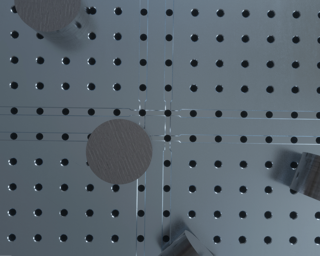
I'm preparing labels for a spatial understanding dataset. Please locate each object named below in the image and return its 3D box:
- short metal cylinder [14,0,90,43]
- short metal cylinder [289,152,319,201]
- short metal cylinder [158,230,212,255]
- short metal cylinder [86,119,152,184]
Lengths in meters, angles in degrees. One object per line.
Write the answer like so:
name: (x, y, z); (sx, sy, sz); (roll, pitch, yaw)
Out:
short metal cylinder: (-0.136, -0.156, 0.399); (0.081, 0.050, 0.079); (0, 90, -1)
short metal cylinder: (0.212, 0.068, 0.389); (0.080, 0.080, 0.050); (21, 90, -1)
short metal cylinder: (0.040, 0.176, 0.387); (0.050, 0.080, 0.080); (-44, 91, 0)
short metal cylinder: (-0.050, 0.029, 0.400); (0.081, 0.050, 0.079); (0, 90, -1)
